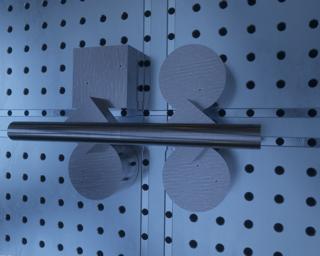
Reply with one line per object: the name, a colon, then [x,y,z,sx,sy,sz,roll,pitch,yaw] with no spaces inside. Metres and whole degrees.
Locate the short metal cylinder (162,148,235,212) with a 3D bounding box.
short metal cylinder: [0.049,0.058,0.382,0.080,0.050,0.080,0,90,20]

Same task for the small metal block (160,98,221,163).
small metal block: [0.035,0.003,0.347,0.050,0.025,0.050,42,103,15]

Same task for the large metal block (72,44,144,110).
large metal block: [-0.070,-0.066,0.423,0.080,0.050,0.080,1,91,20]

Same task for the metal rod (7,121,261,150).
metal rod: [-0.045,0.006,0.348,0.301,0.025,0.025,1,90,19]

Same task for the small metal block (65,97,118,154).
small metal block: [-0.084,-0.003,0.390,0.050,0.025,0.050,-42,77,15]

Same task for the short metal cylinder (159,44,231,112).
short metal cylinder: [0.045,-0.058,0.384,0.080,0.050,0.080,0,90,20]

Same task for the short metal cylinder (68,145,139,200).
short metal cylinder: [-0.077,0.054,0.425,0.080,0.050,0.080,0,90,20]
